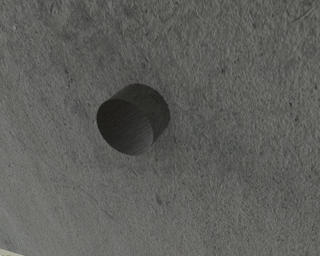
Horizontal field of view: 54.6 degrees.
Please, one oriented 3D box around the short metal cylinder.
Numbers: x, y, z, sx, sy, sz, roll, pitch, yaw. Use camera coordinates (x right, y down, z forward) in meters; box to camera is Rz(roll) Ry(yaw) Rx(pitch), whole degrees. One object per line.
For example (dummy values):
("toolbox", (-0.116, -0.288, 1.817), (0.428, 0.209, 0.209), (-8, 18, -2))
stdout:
("short metal cylinder", (-0.034, -0.011, 0.402), (0.080, 0.050, 0.080), (13, 124, 21))
